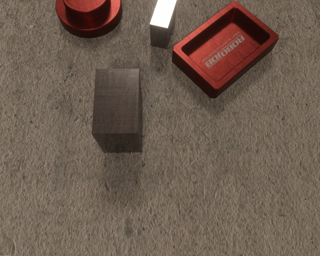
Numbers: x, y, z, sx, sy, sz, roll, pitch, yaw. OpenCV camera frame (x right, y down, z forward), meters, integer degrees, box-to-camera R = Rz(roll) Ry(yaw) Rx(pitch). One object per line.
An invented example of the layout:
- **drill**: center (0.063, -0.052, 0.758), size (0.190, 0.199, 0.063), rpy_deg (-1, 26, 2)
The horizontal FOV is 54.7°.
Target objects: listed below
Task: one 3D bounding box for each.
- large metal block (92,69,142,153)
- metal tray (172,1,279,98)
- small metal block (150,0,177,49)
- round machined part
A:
- **large metal block**: center (-0.049, -0.018, 0.385), size (0.050, 0.080, 0.080), rpy_deg (-1, 70, -1)
- **metal tray**: center (0.093, -0.115, 0.448), size (0.130, 0.030, 0.090), rpy_deg (-40, 75, -14)
- **small metal block**: center (0.005, -0.152, 0.451), size (0.025, 0.050, 0.050), rpy_deg (14, 71, 5)
- **round machined part**: center (-0.108, -0.189, 0.467), size (0.099, 0.042, 0.098), rpy_deg (0, 70, -1)
